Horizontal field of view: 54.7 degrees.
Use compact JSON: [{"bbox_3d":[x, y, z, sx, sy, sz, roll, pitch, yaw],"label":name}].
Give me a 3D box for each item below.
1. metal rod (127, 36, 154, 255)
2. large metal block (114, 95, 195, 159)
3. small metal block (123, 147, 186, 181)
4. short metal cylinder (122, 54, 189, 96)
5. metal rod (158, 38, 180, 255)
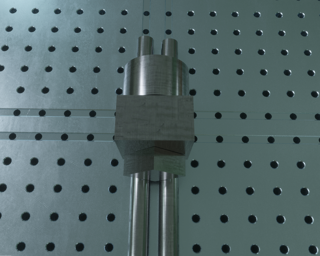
[{"bbox_3d":[-0.023,0.011,0.409,0.025,0.025,0.299,1,70,0],"label":"metal rod"},{"bbox_3d":[-0.005,0.002,0.355,0.081,0.080,0.050,0,70,0],"label":"large metal block"},{"bbox_3d":[-0.006,0.043,0.358,0.050,0.050,0.025,19,63,-42],"label":"small metal block"},{"bbox_3d":[-0.005,-0.046,0.377,0.081,0.080,0.050,1,70,0],"label":"short metal cylinder"},{"bbox_3d":[0.012,0.015,0.408,0.025,0.025,0.299,1,70,0],"label":"metal rod"}]
